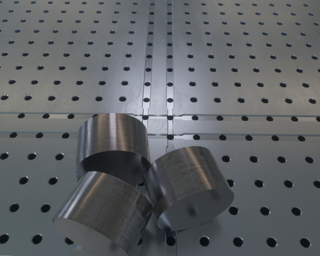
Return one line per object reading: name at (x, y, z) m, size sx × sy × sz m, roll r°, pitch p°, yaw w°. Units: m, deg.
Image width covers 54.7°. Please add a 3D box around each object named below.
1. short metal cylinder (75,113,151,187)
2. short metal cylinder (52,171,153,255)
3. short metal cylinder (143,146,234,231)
short metal cylinder at (-0.052, 0.028, 0.347) m, size 0.081 × 0.080 × 0.050 m, roll -5°, pitch 51°, yaw -5°
short metal cylinder at (-0.054, 0.086, 0.299) m, size 0.080 × 0.080 × 0.050 m, roll 18°, pitch 53°, yaw 14°
short metal cylinder at (0.028, 0.063, 0.319) m, size 0.081 × 0.080 × 0.050 m, roll -14°, pitch 52°, yaw -12°
